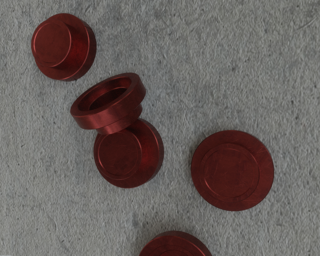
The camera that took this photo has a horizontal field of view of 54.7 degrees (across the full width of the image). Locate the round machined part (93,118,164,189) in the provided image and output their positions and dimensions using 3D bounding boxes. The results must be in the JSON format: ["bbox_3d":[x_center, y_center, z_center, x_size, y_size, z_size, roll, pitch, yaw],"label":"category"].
[{"bbox_3d":[-0.048,0.033,0.417,0.098,0.042,0.097,0,90,20],"label":"round machined part"}]

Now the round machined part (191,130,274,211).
[{"bbox_3d":[0.084,0.051,0.370,0.098,0.042,0.097,0,90,20],"label":"round machined part"}]

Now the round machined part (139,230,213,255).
[{"bbox_3d":[0.023,0.178,0.392,0.098,0.042,0.097,0,90,20],"label":"round machined part"}]

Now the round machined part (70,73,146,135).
[{"bbox_3d":[-0.062,-0.028,0.403,0.098,0.098,0.042,-15,122,19],"label":"round machined part"}]

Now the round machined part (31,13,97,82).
[{"bbox_3d":[-0.146,-0.119,0.452,0.098,0.042,0.097,0,90,20],"label":"round machined part"}]
